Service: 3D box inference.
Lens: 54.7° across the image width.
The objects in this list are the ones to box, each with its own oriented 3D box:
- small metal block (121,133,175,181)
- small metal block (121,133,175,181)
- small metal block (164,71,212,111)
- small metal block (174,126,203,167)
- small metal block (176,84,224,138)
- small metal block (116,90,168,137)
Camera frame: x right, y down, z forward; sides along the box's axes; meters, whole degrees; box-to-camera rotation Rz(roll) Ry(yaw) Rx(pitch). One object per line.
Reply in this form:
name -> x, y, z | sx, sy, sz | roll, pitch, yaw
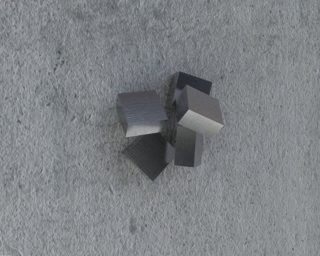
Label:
small metal block -> -0.013, 0.033, 0.407 | 0.050, 0.025, 0.050 | -47, 105, -14
small metal block -> -0.013, 0.033, 0.407 | 0.050, 0.025, 0.050 | -47, 105, -14
small metal block -> 0.039, -0.045, 0.426 | 0.050, 0.025, 0.050 | 15, 85, -20
small metal block -> 0.039, 0.024, 0.410 | 0.025, 0.050, 0.050 | 4, 88, 18
small metal block -> 0.049, -0.021, 0.389 | 0.050, 0.025, 0.050 | 23, 39, -19
small metal block -> -0.024, -0.019, 0.389 | 0.050, 0.025, 0.050 | -8, 55, -21
